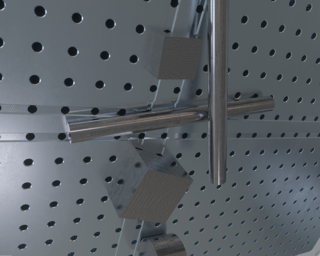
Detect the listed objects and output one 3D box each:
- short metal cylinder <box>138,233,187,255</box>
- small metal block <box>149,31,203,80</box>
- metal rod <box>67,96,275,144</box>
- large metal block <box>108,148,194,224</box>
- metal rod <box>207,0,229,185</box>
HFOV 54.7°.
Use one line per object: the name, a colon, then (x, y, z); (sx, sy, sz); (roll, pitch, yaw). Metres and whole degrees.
short metal cylinder: (0.004, 0.220, 0.514); (0.050, 0.080, 0.079); (0, 119, -28)
small metal block: (0.018, -0.086, 0.368); (0.050, 0.025, 0.050); (-5, 121, -26)
metal rod: (0.032, -0.016, 0.418); (0.303, 0.025, 0.025); (-9, 123, -24)
large metal block: (-0.014, 0.084, 0.439); (0.080, 0.050, 0.080); (20, 107, -36)
metal rod: (0.073, -0.058, 0.390); (0.025, 0.025, 0.298); (-15, 117, -20)
